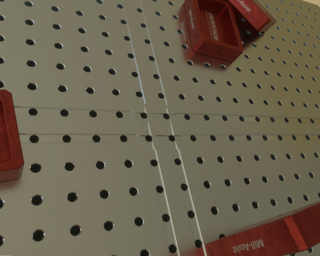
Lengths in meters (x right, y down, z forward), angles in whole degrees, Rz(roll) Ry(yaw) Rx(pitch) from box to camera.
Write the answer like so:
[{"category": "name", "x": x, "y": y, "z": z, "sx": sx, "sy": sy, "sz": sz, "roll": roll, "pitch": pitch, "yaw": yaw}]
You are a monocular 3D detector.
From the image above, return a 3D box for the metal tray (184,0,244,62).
[{"category": "metal tray", "x": 0.098, "y": -0.188, "z": 0.571, "sx": 0.091, "sy": 0.030, "sz": 0.130, "roll": 8, "pitch": 58, "yaw": -24}]

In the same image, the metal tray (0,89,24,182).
[{"category": "metal tray", "x": -0.204, "y": 0.012, "z": 0.287, "sx": 0.131, "sy": 0.030, "sz": 0.090, "roll": -7, "pitch": 65, "yaw": -31}]

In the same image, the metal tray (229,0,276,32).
[{"category": "metal tray", "x": 0.178, "y": -0.255, "z": 0.636, "sx": 0.130, "sy": 0.030, "sz": 0.090, "roll": 49, "pitch": 31, "yaw": 6}]

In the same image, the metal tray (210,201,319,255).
[{"category": "metal tray", "x": 0.127, "y": 0.115, "z": 0.338, "sx": 0.091, "sy": 0.129, "sz": 0.030, "roll": -8, "pitch": 66, "yaw": -32}]
